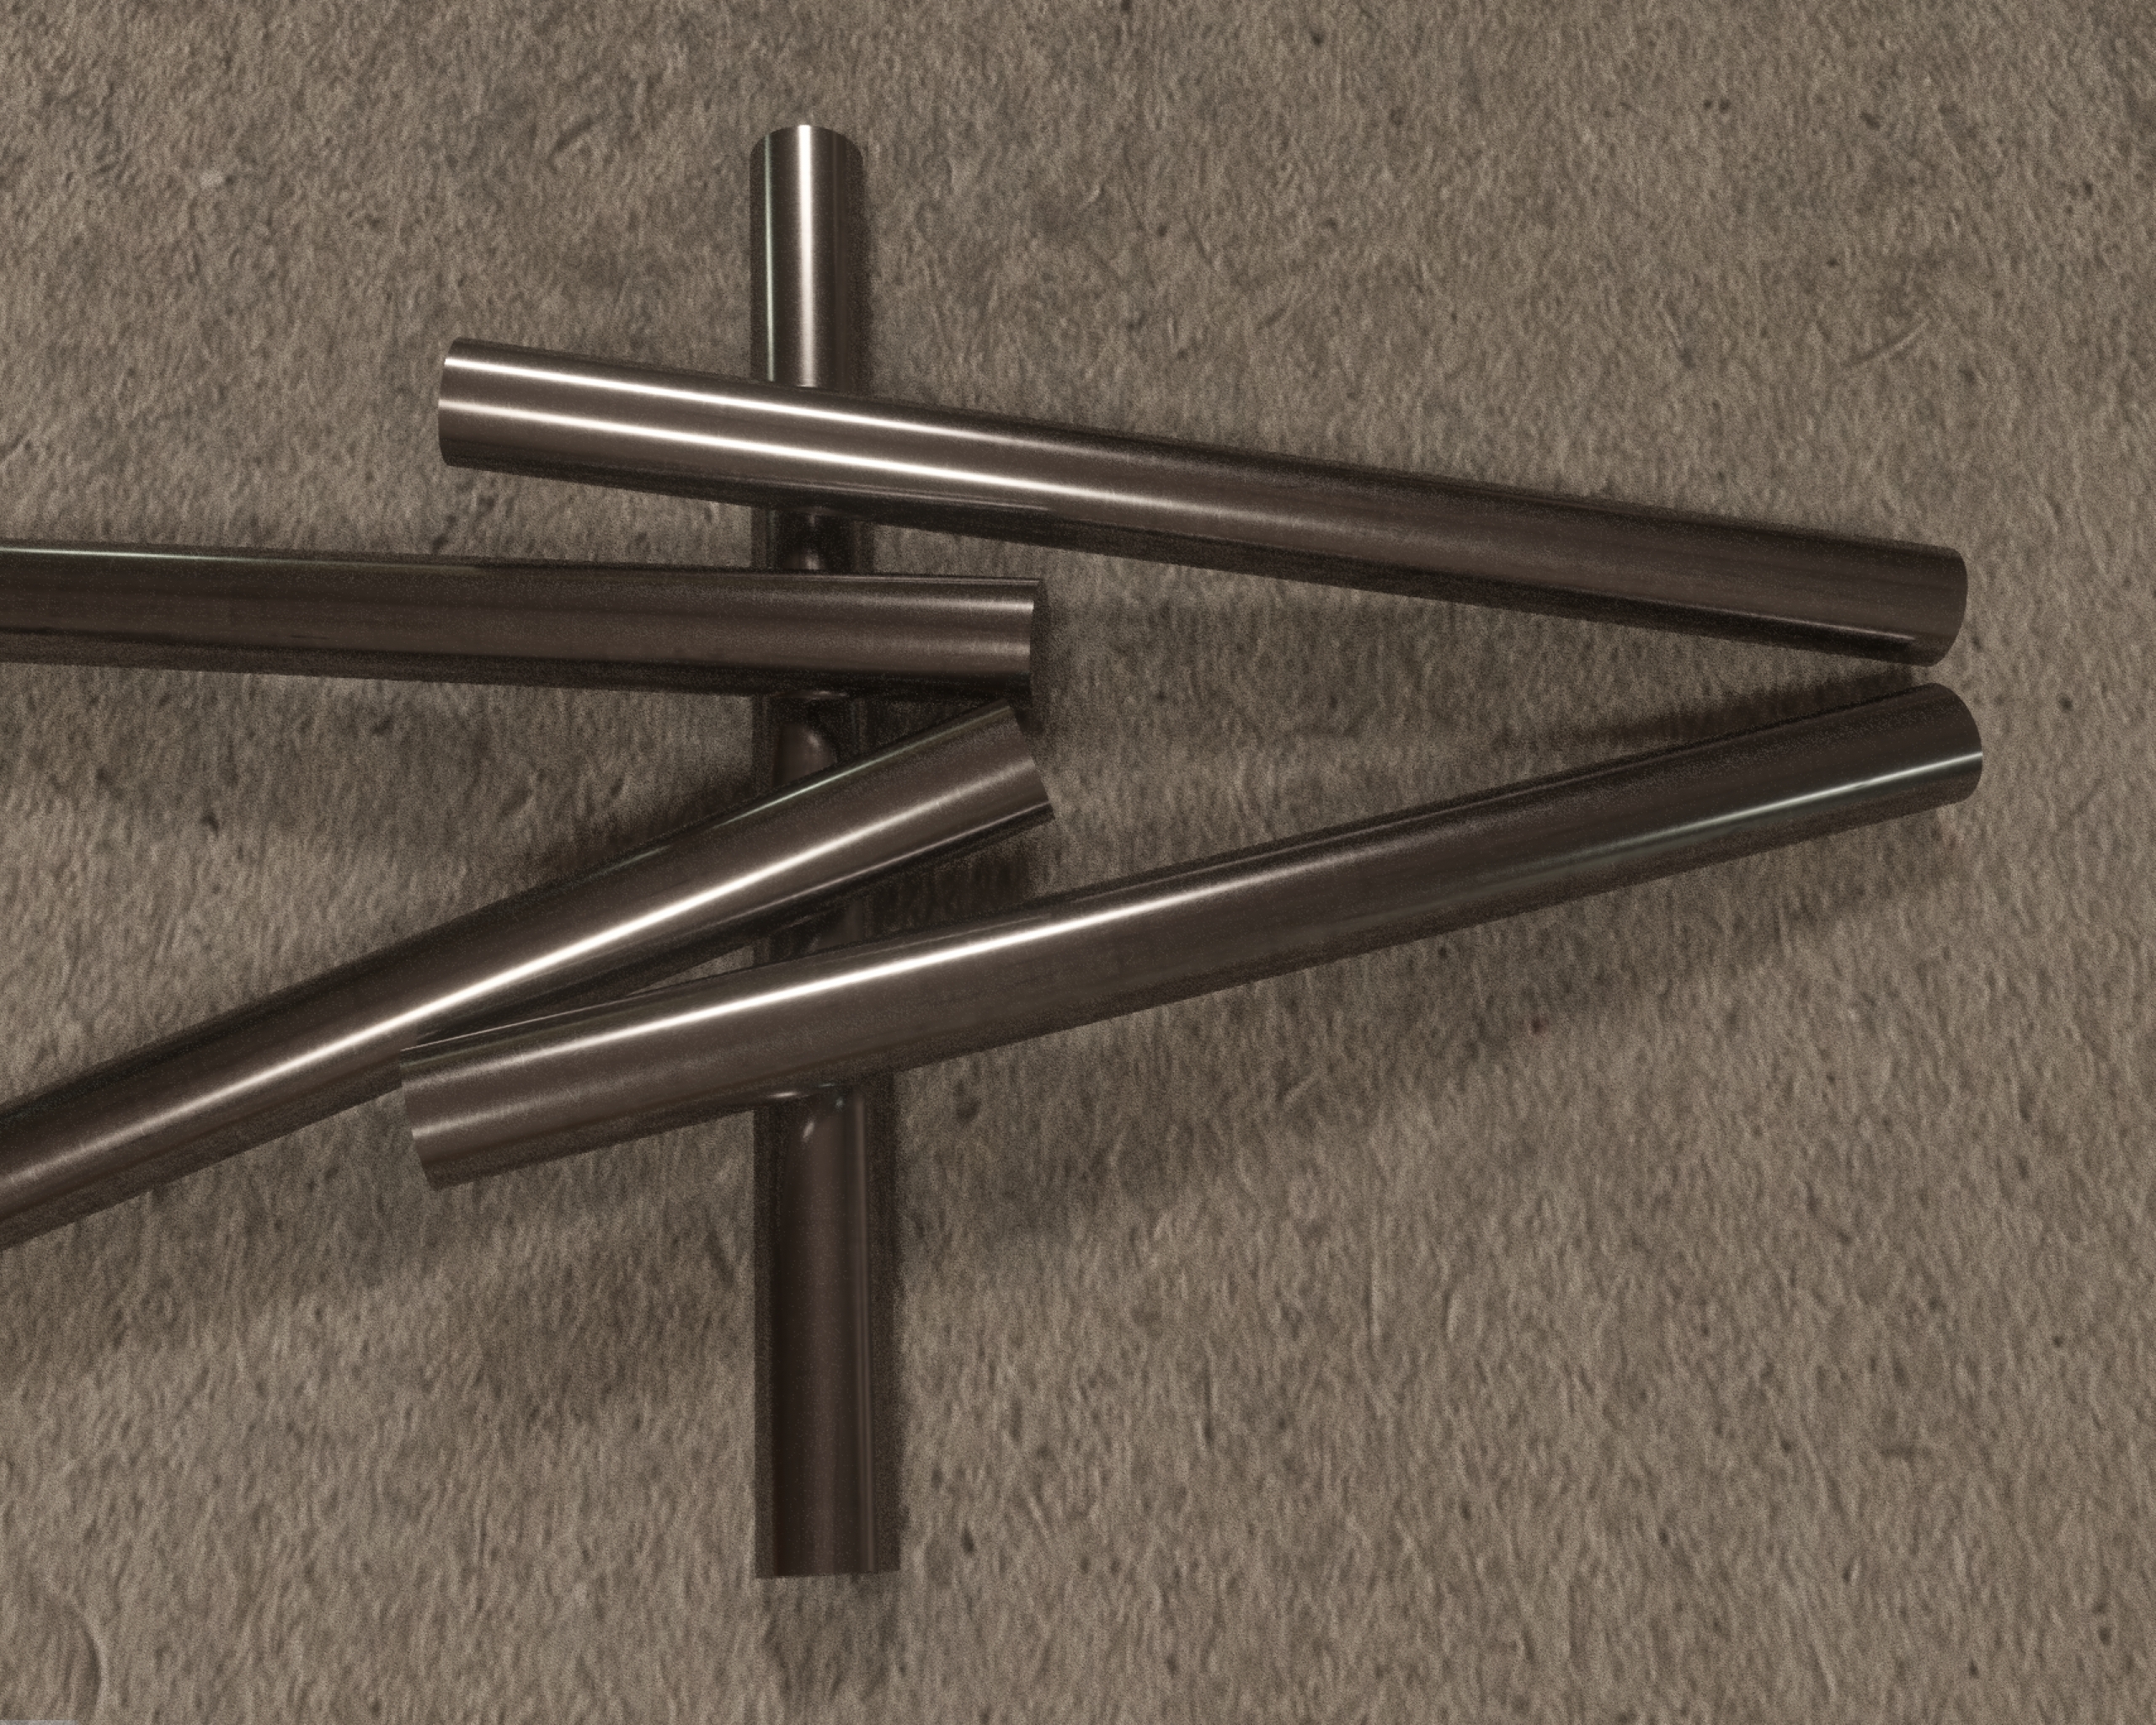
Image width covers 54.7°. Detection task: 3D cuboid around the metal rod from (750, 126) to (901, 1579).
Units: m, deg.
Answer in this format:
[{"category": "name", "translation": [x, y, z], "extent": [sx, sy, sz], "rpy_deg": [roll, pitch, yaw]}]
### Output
[{"category": "metal rod", "translation": [-0.052, -0.016, 0.414], "extent": [0.025, 0.025, 0.299], "rpy_deg": [-3, 70, -2]}]

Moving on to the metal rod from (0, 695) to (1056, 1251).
[{"category": "metal rod", "translation": [-0.148, 0.038, 0.379], "extent": [0.302, 0.025, 0.025], "rpy_deg": [-22, 72, -3]}]

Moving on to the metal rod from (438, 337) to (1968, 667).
[{"category": "metal rod", "translation": [0.028, -0.071, 0.418], "extent": [0.302, 0.025, 0.025], "rpy_deg": [7, 70, -5]}]

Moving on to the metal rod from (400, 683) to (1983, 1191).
[{"category": "metal rod", "translation": [0.031, 0.010, 0.389], "extent": [0.302, 0.025, 0.025], "rpy_deg": [-13, 71, -12]}]

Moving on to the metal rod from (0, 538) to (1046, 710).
[{"category": "metal rod", "translation": [-0.157, -0.049, 0.410], "extent": [0.302, 0.025, 0.025], "rpy_deg": [3, 70, 6]}]
